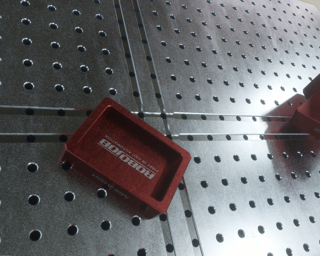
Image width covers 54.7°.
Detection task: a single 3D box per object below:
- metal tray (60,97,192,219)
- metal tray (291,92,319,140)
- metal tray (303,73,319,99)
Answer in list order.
[{"bbox_3d":[-0.036,0.034,0.366,0.130,0.030,0.090,35,51,-6],"label":"metal tray"},{"bbox_3d":[0.303,-0.006,0.520,0.091,0.030,0.130,-31,53,-33],"label":"metal tray"},{"bbox_3d":[0.324,-0.039,0.563,0.030,0.090,0.130,-14,69,-12],"label":"metal tray"}]
